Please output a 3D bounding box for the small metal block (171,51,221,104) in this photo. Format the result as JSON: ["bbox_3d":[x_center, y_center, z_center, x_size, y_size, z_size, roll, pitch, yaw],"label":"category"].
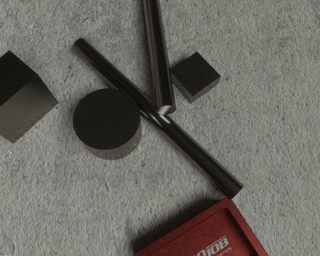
[{"bbox_3d":[0.048,-0.071,0.435,0.050,0.025,0.050,-36,74,-13],"label":"small metal block"}]

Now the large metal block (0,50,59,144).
[{"bbox_3d":[-0.187,-0.036,0.390,0.050,0.080,0.080,39,75,13],"label":"large metal block"}]

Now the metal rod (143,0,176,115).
[{"bbox_3d":[-0.009,-0.158,0.453,0.025,0.025,0.299,-6,66,-3],"label":"metal rod"}]

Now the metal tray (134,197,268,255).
[{"bbox_3d":[0.047,0.150,0.351,0.131,0.030,0.090,-29,73,-11],"label":"metal tray"}]

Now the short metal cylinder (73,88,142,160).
[{"bbox_3d":[-0.064,-0.004,0.395,0.081,0.050,0.080,0,70,0],"label":"short metal cylinder"}]

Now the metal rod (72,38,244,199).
[{"bbox_3d":[-0.011,-0.020,0.415,0.025,0.025,0.300,-43,76,-14],"label":"metal rod"}]
